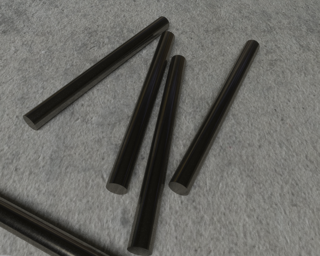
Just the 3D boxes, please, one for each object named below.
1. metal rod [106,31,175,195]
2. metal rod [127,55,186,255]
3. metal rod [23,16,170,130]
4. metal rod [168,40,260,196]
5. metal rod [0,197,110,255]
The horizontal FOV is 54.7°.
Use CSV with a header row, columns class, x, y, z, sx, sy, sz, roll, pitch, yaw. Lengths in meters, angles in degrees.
class,x,y,z,sx,sy,sz,roll,pitch,yaw
metal rod,-0.017,-0.044,0.439,0.025,0.025,0.300,9,50,7
metal rod,0.005,0.007,0.397,0.025,0.025,0.300,8,50,6
metal rod,-0.082,-0.099,0.485,0.025,0.025,0.301,30,56,22
metal rod,0.088,-0.035,0.433,0.025,0.025,0.301,21,53,16
metal rod,-0.144,0.098,0.319,0.301,0.025,0.025,21,53,16
